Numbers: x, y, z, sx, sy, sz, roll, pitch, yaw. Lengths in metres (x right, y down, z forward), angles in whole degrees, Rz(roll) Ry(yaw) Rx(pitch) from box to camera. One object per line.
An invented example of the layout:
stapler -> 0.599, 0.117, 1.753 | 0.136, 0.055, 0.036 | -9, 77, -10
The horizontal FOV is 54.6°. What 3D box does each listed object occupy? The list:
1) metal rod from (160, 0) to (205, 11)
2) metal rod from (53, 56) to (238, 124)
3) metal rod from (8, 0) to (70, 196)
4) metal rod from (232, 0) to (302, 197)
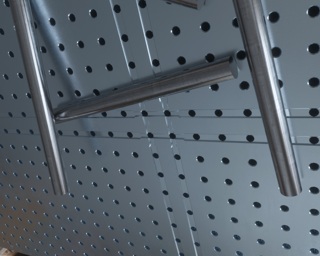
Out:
metal rod -> -0.093, -0.183, 0.347 | 0.301, 0.025, 0.025 | 22, 127, 15
metal rod -> -0.046, -0.041, 0.410 | 0.300, 0.025, 0.025 | -11, 113, 32
metal rod -> -0.172, -0.037, 0.452 | 0.025, 0.025, 0.298 | 5, 112, 26
metal rod -> 0.107, -0.055, 0.320 | 0.025, 0.025, 0.299 | -8, 115, 32
